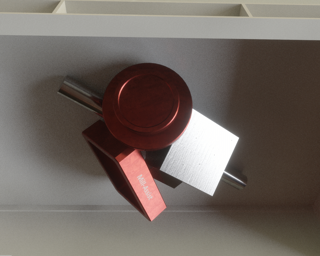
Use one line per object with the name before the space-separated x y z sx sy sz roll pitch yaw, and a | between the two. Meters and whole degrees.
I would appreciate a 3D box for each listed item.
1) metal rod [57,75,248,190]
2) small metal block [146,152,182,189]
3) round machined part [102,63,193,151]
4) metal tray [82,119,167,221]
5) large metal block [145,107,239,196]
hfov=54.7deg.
metal rod | 0.006 0.016 0.421 0.301 0.025 0.025 29 124 -23
small metal block | 0.008 0.049 0.432 0.050 0.050 0.025 31 123 -24
round machined part | -0.014 -0.025 0.335 0.099 0.097 0.042 -1 171 0
metal tray | -0.046 0.058 0.415 0.030 0.090 0.129 -39 132 -21
large metal block | 0.039 0.028 0.389 0.080 0.050 0.080 30 81 -23
